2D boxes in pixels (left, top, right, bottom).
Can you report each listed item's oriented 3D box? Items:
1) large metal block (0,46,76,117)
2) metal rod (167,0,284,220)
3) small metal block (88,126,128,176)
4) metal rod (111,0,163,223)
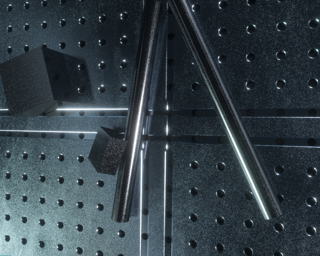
[{"bbox_3d":[-0.183,-0.066,0.464,0.080,0.050,0.080,-16,85,19],"label":"large metal block"},{"bbox_3d":[0.077,-0.034,0.385,0.025,0.025,0.299,-25,82,18],"label":"metal rod"},{"bbox_3d":[-0.073,0.030,0.424,0.050,0.025,0.050,33,104,58],"label":"small metal block"},{"bbox_3d":[-0.032,-0.020,0.423,0.025,0.025,0.298,10,93,19],"label":"metal rod"}]
